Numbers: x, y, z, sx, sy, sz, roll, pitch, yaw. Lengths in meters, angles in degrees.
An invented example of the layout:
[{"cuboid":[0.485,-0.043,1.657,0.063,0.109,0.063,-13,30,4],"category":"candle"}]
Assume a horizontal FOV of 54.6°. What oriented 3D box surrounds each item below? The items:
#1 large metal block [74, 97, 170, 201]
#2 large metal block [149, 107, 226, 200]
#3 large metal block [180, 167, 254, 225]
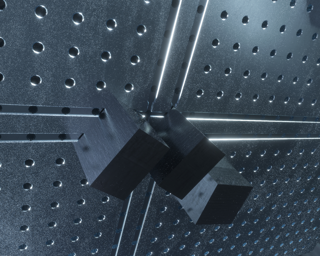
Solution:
[{"cuboid":[-0.048,0.022,0.363,0.080,0.080,0.050,-49,129,6],"category":"large metal block"},{"cuboid":[0.023,0.032,0.407,0.080,0.080,0.050,-47,129,5],"category":"large metal block"},{"cuboid":[0.093,0.112,0.514,0.081,0.050,0.080,11,113,-33],"category":"large metal block"}]
